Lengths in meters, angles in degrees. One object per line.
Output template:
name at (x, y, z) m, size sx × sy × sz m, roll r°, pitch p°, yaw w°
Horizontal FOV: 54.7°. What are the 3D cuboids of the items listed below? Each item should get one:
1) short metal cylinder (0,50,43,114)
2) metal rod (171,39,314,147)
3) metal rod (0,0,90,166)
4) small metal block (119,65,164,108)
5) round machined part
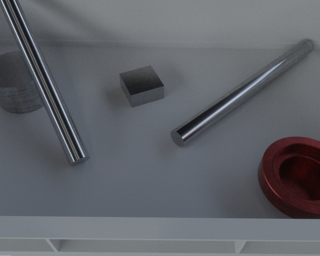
short metal cylinder at (-0.199, -0.066, 0.442) m, size 0.081 × 0.050 × 0.080 m, roll 0°, pitch 50°, yaw 0°
metal rod at (0.135, -0.062, 0.458) m, size 0.302 × 0.025 × 0.025 m, roll -34°, pitch 58°, yaw -26°
metal rod at (-0.164, -0.089, 0.406) m, size 0.025 × 0.025 × 0.299 m, roll -23°, pitch 76°, yaw -19°
small metal block at (-0.027, -0.062, 0.457) m, size 0.050 × 0.025 × 0.050 m, roll -18°, pitch 53°, yaw -15°
round machined part at (0.159, 0.060, 0.346) m, size 0.099 × 0.042 × 0.098 m, roll 0°, pitch 50°, yaw 0°
